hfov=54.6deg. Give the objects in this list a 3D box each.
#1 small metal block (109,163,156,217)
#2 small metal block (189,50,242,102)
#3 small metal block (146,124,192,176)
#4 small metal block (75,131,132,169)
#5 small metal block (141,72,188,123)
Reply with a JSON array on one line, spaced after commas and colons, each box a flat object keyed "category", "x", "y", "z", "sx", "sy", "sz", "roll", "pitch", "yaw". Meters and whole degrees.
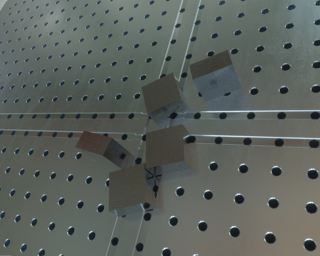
[{"category": "small metal block", "x": -0.034, "y": 0.076, "z": 0.381, "sx": 0.050, "sy": 0.025, "sz": 0.050, "roll": -18, "pitch": 55, "yaw": 18}, {"category": "small metal block", "x": 0.071, "y": -0.065, "z": 0.395, "sx": 0.050, "sy": 0.050, "sz": 0.025, "roll": -19, "pitch": 54, "yaw": 17}, {"category": "small metal block", "x": 0.010, "y": 0.028, "z": 0.387, "sx": 0.050, "sy": 0.025, "sz": 0.050, "roll": -14, "pitch": 56, "yaw": 20}, {"category": "small metal block", "x": -0.075, "y": 0.030, "z": 0.414, "sx": 0.050, "sy": 0.050, "sz": 0.025, "roll": 12, "pitch": 68, "yaw": 33}, {"category": "small metal block", "x": 0.006, "y": -0.042, "z": 0.432, "sx": 0.050, "sy": 0.025, "sz": 0.050, "roll": -24, "pitch": 53, "yaw": 13}]
